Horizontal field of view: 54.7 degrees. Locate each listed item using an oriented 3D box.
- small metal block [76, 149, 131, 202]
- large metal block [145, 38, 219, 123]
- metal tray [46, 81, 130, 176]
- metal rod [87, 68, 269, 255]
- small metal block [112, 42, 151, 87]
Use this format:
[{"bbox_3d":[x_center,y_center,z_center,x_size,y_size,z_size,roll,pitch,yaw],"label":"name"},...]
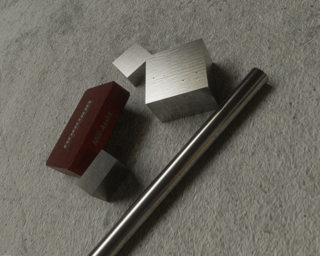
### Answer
[{"bbox_3d":[-0.068,0.060,0.382,0.025,0.050,0.050,31,79,23],"label":"small metal block"},{"bbox_3d":[0.029,-0.061,0.409,0.080,0.050,0.080,-14,56,20],"label":"large metal block"},{"bbox_3d":[-0.101,0.002,0.430,0.090,0.030,0.130,-4,57,52],"label":"metal tray"},{"bbox_3d":[0.023,0.046,0.362,0.300,0.025,0.025,-48,52,-6],"label":"metal rod"},{"bbox_3d":[-0.038,-0.099,0.483,0.050,0.025,0.050,-42,51,-1],"label":"small metal block"}]
